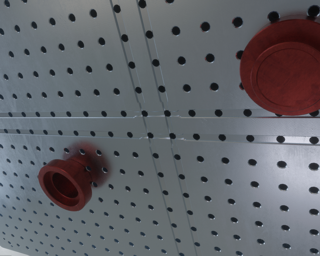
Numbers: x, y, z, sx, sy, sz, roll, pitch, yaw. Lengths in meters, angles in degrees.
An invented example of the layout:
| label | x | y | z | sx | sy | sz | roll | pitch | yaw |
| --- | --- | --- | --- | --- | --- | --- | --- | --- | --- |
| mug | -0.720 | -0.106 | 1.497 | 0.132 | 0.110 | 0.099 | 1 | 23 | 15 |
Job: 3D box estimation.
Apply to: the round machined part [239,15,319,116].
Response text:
| label | x | y | z | sx | sy | sz | roll | pitch | yaw |
| --- | --- | --- | --- | --- | --- | --- | --- | --- | --- |
| round machined part | 0.126 | -0.055 | 0.300 | 0.098 | 0.042 | 0.097 | 13 | 124 | 21 |

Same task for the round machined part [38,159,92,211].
| label | x | y | z | sx | sy | sz | roll | pitch | yaw |
| --- | --- | --- | --- | --- | --- | --- | --- | --- | --- |
| round machined part | -0.160 | 0.095 | 0.544 | 0.098 | 0.042 | 0.097 | 13 | 124 | 21 |
